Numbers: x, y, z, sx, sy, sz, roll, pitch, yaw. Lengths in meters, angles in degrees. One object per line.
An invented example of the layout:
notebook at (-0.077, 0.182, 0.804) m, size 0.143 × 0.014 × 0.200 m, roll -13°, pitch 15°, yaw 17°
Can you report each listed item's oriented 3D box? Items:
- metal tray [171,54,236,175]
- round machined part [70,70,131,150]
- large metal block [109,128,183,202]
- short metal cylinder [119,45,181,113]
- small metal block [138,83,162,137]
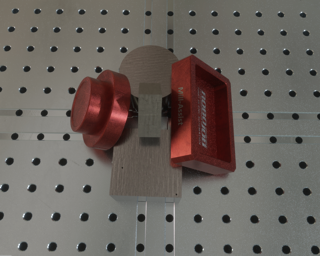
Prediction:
metal tray at (0.055, -0.014, 0.384) m, size 0.030 × 0.090 × 0.130 m, roll -17°, pitch 63°, yaw 40°
round machined part at (-0.077, -0.024, 0.377) m, size 0.042 × 0.098 × 0.098 m, roll 14°, pitch 67°, yaw -31°
large metal block at (-0.015, 0.047, 0.381) m, size 0.080 × 0.050 × 0.080 m, roll 2°, pitch 70°, yaw 1°
short metal cylinder at (-0.012, -0.064, 0.421) m, size 0.081 × 0.050 × 0.080 m, roll 0°, pitch 70°, yaw 0°
small metal block at (-0.012, -0.022, 0.361) m, size 0.025 × 0.050 × 0.050 m, roll 1°, pitch 112°, yaw -3°
